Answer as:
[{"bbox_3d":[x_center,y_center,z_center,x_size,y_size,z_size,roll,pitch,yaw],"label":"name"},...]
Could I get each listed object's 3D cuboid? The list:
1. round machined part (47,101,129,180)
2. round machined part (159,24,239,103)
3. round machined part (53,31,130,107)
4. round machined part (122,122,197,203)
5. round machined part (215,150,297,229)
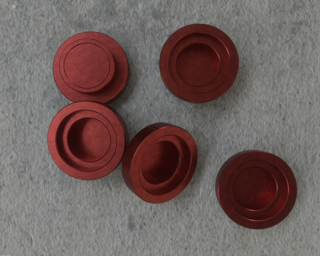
[{"bbox_3d":[-0.087,0.014,0.396,0.099,0.042,0.097,1,95,7],"label":"round machined part"},{"bbox_3d":[0.048,-0.080,0.402,0.099,0.042,0.097,0,90,-1],"label":"round machined part"},{"bbox_3d":[-0.090,-0.077,0.400,0.099,0.042,0.097,0,90,-1],"label":"round machined part"},{"bbox_3d":[-0.004,0.040,0.386,0.099,0.042,0.097,-11,109,-33],"label":"round machined part"},{"bbox_3d":[0.121,0.077,0.403,0.099,0.042,0.097,0,90,-1],"label":"round machined part"}]
